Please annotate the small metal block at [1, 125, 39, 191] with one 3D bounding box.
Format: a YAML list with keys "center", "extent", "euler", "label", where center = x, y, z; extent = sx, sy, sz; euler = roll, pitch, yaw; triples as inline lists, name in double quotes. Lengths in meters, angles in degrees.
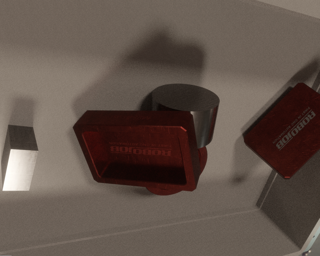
- center: [-0.151, 0.031, 0.330]
  extent: [0.025, 0.050, 0.050]
  euler: [7, 115, -32]
  label: "small metal block"

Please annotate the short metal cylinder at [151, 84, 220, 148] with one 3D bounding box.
- center: [0.029, -0.016, 0.380]
  extent: [0.081, 0.080, 0.050]
  euler: [-9, 123, -24]
  label: "short metal cylinder"

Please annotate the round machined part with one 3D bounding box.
- center: [0.013, 0.043, 0.434]
  extent: [0.099, 0.042, 0.097]
  euler: [-14, 125, -21]
  label: "round machined part"

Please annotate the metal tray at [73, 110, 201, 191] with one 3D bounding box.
- center: [-0.024, 0.025, 0.355]
  extent: [0.130, 0.030, 0.089]
  euler: [1, 126, 19]
  label: "metal tray"

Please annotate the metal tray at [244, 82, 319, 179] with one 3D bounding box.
- center: [0.209, 0.005, 0.483]
  extent: [0.130, 0.090, 0.030]
  euler: [-46, 155, 3]
  label: "metal tray"
